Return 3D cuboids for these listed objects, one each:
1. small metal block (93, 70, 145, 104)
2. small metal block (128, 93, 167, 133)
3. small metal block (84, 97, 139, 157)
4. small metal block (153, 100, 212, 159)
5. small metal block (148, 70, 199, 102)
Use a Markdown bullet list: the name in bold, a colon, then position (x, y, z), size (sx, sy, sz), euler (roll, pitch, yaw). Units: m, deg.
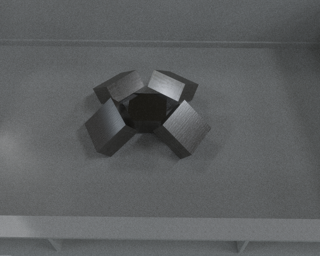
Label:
- **small metal block**: position (-0.058, -0.057, 0.434), size (0.050, 0.025, 0.050), euler (-35, 21, -25)
- **small metal block**: position (-0.017, -0.020, 0.419), size (0.050, 0.025, 0.050), euler (1, 50, 1)
- **small metal block**: position (-0.062, -0.001, 0.388), size (0.050, 0.025, 0.050), euler (-42, 54, 14)
- **small metal block**: position (0.028, 0.002, 0.386), size (0.050, 0.025, 0.050), euler (46, 57, -8)
- **small metal block**: position (0.019, -0.060, 0.437), size (0.050, 0.025, 0.050), euler (28, 19, 21)
